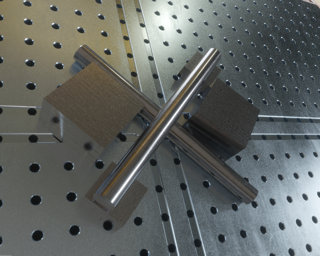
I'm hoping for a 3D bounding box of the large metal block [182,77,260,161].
[{"bbox_3d":[0.088,-0.012,0.447,0.080,0.050,0.080,37,51,-4],"label":"large metal block"}]

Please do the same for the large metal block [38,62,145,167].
[{"bbox_3d":[-0.078,-0.017,0.360,0.080,0.050,0.080,40,51,-1],"label":"large metal block"}]

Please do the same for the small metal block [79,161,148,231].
[{"bbox_3d":[-0.049,0.074,0.336,0.050,0.025,0.050,38,51,-3],"label":"small metal block"}]

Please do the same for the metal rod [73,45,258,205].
[{"bbox_3d":[0.009,-0.004,0.414,0.300,0.025,0.025,40,51,-1],"label":"metal rod"}]

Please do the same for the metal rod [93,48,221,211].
[{"bbox_3d":[0.015,-0.022,0.397,0.025,0.025,0.301,39,51,-2],"label":"metal rod"}]

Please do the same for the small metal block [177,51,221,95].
[{"bbox_3d":[0.063,-0.088,0.496,0.050,0.025,0.050,39,51,-2],"label":"small metal block"}]
